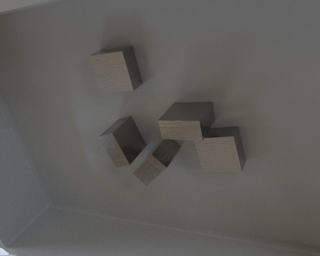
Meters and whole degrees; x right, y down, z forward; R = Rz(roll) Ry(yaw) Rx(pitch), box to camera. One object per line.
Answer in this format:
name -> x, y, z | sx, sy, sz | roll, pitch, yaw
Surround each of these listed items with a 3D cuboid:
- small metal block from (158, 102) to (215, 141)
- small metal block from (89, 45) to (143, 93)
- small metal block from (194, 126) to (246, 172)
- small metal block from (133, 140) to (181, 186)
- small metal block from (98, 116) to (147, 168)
small metal block -> 0.033, -0.009, 0.368 | 0.050, 0.050, 0.025 | 2, 119, 27
small metal block -> -0.055, -0.073, 0.391 | 0.050, 0.025, 0.050 | -1, 118, 28
small metal block -> 0.075, 0.027, 0.385 | 0.050, 0.025, 0.050 | -5, 116, 30
small metal block -> -0.004, 0.043, 0.420 | 0.025, 0.050, 0.050 | 42, 129, -1
small metal block -> -0.050, 0.018, 0.429 | 0.025, 0.050, 0.050 | -14, 111, 34
